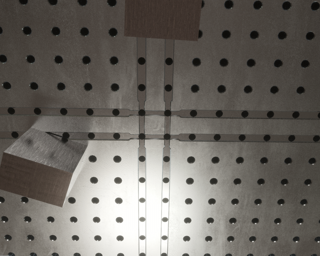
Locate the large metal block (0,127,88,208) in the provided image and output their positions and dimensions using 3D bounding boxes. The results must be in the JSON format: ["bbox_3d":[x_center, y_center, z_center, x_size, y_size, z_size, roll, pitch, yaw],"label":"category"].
[{"bbox_3d":[-0.148,0.048,0.400,0.080,0.080,0.050,19,109,-7],"label":"large metal block"}]

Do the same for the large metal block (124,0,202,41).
[{"bbox_3d":[0.004,-0.143,0.347,0.081,0.050,0.079,3,110,-2],"label":"large metal block"}]
